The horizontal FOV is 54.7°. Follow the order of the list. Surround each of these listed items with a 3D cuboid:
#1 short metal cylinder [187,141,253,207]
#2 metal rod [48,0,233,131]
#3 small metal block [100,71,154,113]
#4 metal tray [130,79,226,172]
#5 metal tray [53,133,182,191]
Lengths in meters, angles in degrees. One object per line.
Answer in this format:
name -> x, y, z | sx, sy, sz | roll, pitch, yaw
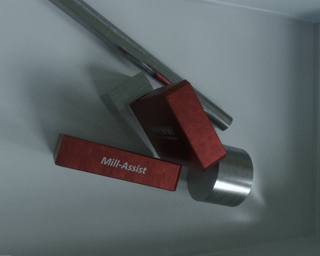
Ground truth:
short metal cylinder -> 0.077, 0.061, 0.411 | 0.050, 0.080, 0.080 | 15, 85, -20
metal rod -> -0.022, -0.089, 0.403 | 0.301, 0.025, 0.025 | 35, 79, -17
small metal block -> -0.042, -0.044, 0.382 | 0.050, 0.050, 0.025 | -34, 102, -17
metal tray -> 0.014, -0.002, 0.361 | 0.030, 0.130, 0.090 | -32, 101, -17
metal tray -> -0.052, 0.038, 0.357 | 0.131, 0.090, 0.030 | 17, 85, -20
